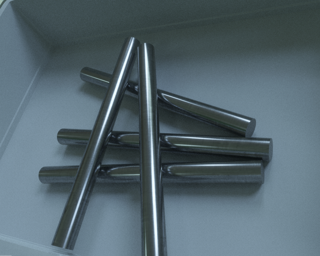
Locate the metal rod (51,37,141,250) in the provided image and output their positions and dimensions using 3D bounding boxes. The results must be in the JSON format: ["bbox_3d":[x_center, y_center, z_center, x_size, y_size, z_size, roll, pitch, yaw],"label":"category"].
[{"bbox_3d":[-0.075,0.002,0.408,0.025,0.025,0.300,0,62,28],"label":"metal rod"}]

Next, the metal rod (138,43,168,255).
[{"bbox_3d":[-0.012,0.011,0.370,0.025,0.025,0.299,-16,55,19],"label":"metal rod"}]

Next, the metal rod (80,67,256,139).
[{"bbox_3d":[-0.011,-0.045,0.435,0.300,0.025,0.025,22,74,35],"label":"metal rod"}]

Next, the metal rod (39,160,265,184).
[{"bbox_3d":[-0.030,0.057,0.383,0.301,0.025,0.025,-5,60,25],"label":"metal rod"}]

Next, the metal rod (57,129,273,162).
[{"bbox_3d":[-0.015,0.018,0.399,0.300,0.025,0.025,2,63,28],"label":"metal rod"}]
